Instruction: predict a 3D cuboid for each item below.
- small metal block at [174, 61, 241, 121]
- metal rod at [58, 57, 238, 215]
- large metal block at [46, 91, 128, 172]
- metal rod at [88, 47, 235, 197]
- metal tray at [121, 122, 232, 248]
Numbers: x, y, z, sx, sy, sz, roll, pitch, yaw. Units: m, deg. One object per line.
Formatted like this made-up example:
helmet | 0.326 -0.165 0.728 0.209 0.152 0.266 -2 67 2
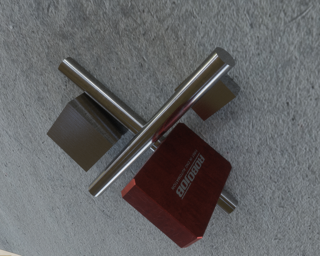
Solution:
small metal block | 0.054 -0.044 0.352 0.050 0.025 0.050 46 129 -4
metal rod | -0.015 0.011 0.422 0.300 0.025 0.025 41 129 0
large metal block | -0.103 0.004 0.445 0.080 0.050 0.080 45 129 -4
metal rod | -0.019 0.014 0.392 0.025 0.025 0.298 43 129 -2
metal tray | 0.026 0.059 0.361 0.090 0.131 0.030 41 130 0
